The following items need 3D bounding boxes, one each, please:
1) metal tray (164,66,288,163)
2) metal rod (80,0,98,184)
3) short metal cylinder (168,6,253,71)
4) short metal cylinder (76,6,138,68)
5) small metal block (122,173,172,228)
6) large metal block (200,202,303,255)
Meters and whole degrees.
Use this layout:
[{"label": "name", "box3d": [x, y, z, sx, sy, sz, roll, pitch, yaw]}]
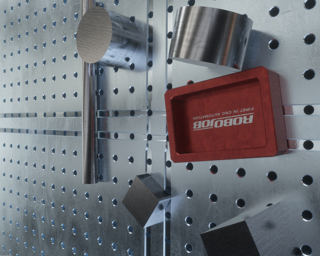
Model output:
[{"label": "metal tray", "box3d": [0.068, -0.010, 0.349, 0.130, 0.030, 0.089, -9, 84, 39]}, {"label": "metal rod", "box3d": [-0.115, -0.060, 0.504, 0.025, 0.025, 0.298, -1, 89, 40]}, {"label": "short metal cylinder", "box3d": [0.053, -0.093, 0.330, 0.080, 0.081, 0.050, 18, 102, 38]}, {"label": "short metal cylinder", "box3d": [-0.079, -0.132, 0.458, 0.080, 0.050, 0.079, 0, 90, 40]}, {"label": "small metal block", "box3d": [-0.019, 0.099, 0.425, 0.050, 0.025, 0.050, 42, 115, 32]}, {"label": "large metal block", "box3d": [0.094, 0.124, 0.296, 0.050, 0.081, 0.080, -33, 70, 35]}]
